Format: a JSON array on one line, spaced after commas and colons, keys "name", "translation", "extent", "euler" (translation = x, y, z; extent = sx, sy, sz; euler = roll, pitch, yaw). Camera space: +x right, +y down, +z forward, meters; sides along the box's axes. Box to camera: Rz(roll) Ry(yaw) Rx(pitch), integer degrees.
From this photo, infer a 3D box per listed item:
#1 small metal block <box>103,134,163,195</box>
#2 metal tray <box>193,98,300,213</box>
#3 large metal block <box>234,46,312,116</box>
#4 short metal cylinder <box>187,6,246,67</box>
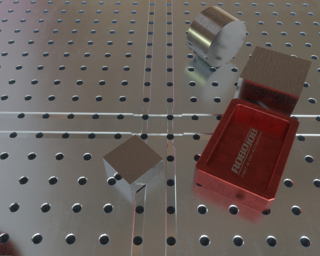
[{"name": "small metal block", "translation": [-0.032, 0.043, 0.371], "extent": [0.050, 0.025, 0.050], "euler": [-36, 59, -26]}, {"name": "metal tray", "translation": [0.109, 0.027, 0.382], "extent": [0.090, 0.030, 0.130], "euler": [22, 53, 17]}, {"name": "large metal block", "translation": [0.161, -0.066, 0.448], "extent": [0.080, 0.050, 0.080], "euler": [22, 53, 17]}, {"name": "short metal cylinder", "translation": [0.090, -0.145, 0.494], "extent": [0.081, 0.080, 0.050], "euler": [-29, 56, -22]}]
